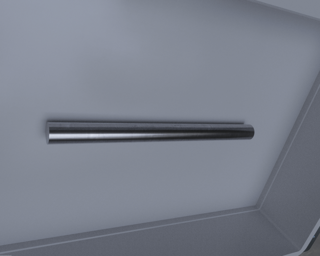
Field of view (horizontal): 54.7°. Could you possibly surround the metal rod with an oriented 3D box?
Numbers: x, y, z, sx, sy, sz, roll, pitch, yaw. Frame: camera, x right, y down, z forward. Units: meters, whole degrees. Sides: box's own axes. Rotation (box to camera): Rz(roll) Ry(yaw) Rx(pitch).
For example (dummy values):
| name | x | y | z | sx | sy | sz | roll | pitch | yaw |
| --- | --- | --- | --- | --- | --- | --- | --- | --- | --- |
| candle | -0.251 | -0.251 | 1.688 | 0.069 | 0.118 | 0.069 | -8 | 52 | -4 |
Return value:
| name | x | y | z | sx | sy | sz | roll | pitch | yaw |
| --- | --- | --- | --- | --- | --- | --- | --- | --- | --- |
| metal rod | 0.008 | 0.006 | 0.416 | 0.303 | 0.025 | 0.025 | 0 | 118 | -29 |
